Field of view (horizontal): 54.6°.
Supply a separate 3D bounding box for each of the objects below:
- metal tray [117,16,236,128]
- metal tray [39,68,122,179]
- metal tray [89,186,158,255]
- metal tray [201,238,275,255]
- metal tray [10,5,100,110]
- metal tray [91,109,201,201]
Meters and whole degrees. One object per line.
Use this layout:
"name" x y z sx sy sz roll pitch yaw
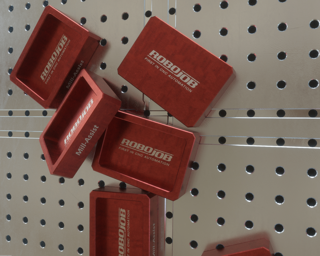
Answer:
"metal tray" 0.019 -0.072 0.403 0.130 0.030 0.090 38 102 16
"metal tray" -0.114 -0.007 0.428 0.130 0.030 0.090 -54 43 12
"metal tray" -0.051 0.150 0.428 0.090 0.030 0.129 0 90 20
"metal tray" 0.108 0.210 0.372 0.090 0.030 0.129 -21 83 18
"metal tray" -0.160 -0.104 0.467 0.090 0.030 0.130 36 101 16
"metal tray" -0.021 0.032 0.417 0.130 0.030 0.090 17 96 19
